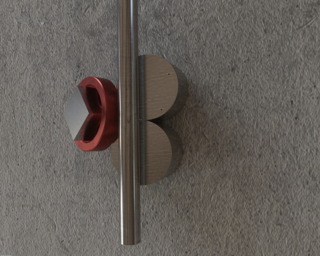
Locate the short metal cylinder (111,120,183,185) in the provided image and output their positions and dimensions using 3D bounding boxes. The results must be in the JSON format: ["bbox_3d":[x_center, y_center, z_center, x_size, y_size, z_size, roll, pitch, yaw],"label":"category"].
[{"bbox_3d":[-0.015,0.030,0.402,0.080,0.050,0.080,0,89,20],"label":"short metal cylinder"}]

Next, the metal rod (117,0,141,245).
[{"bbox_3d":[-0.037,-0.014,0.370,0.025,0.025,0.298,-1,89,20],"label":"metal rod"}]

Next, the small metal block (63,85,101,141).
[{"bbox_3d":[-0.098,-0.018,0.402,0.050,0.025,0.050,-53,51,32],"label":"small metal block"}]

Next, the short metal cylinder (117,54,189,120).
[{"bbox_3d":[-0.008,-0.050,0.400,0.080,0.050,0.079,0,90,20],"label":"short metal cylinder"}]

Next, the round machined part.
[{"bbox_3d":[-0.079,-0.018,0.415,0.098,0.042,0.097,-4,84,48],"label":"round machined part"}]
